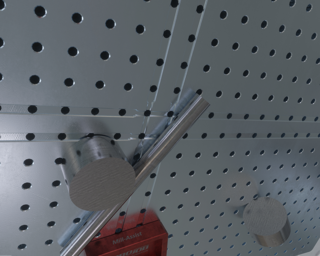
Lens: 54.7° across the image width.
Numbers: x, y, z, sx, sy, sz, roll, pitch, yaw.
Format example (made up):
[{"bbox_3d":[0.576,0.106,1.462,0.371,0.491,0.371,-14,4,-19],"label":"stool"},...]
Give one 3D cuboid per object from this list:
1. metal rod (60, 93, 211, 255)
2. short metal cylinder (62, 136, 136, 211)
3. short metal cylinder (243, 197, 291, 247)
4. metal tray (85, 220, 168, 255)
[{"bbox_3d":[-0.038,0.074,0.435,0.299,0.025,0.025,-49,129,6],"label":"metal rod"},{"bbox_3d":[-0.077,0.056,0.388,0.081,0.050,0.079,-14,124,-21],"label":"short metal cylinder"},{"bbox_3d":[0.207,0.182,0.601,0.080,0.080,0.050,-35,129,-5],"label":"short metal cylinder"},{"bbox_3d":[-0.053,0.211,0.509,0.131,0.030,0.089,-11,123,-23],"label":"metal tray"}]
